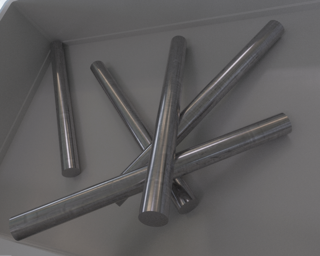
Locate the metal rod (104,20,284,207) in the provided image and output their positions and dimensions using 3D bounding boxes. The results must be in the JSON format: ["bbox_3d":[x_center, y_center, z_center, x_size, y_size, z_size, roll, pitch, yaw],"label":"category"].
[{"bbox_3d":[0.050,-0.027,0.374,0.301,0.025,0.025,-46,51,-12],"label":"metal rod"}]

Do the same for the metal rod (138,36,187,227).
[{"bbox_3d":[0.012,-0.027,0.363,0.025,0.025,0.300,-14,39,21],"label":"metal rod"}]

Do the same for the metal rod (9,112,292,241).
[{"bbox_3d":[-0.004,0.048,0.324,0.302,0.025,0.025,-21,52,-6],"label":"metal rod"}]

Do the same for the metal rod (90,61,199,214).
[{"bbox_3d":[-0.037,-0.009,0.430,0.025,0.025,0.300,-38,51,3],"label":"metal rod"}]

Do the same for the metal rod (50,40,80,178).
[{"bbox_3d":[-0.164,-0.050,0.522,0.025,0.025,0.299,-28,52,11],"label":"metal rod"}]
